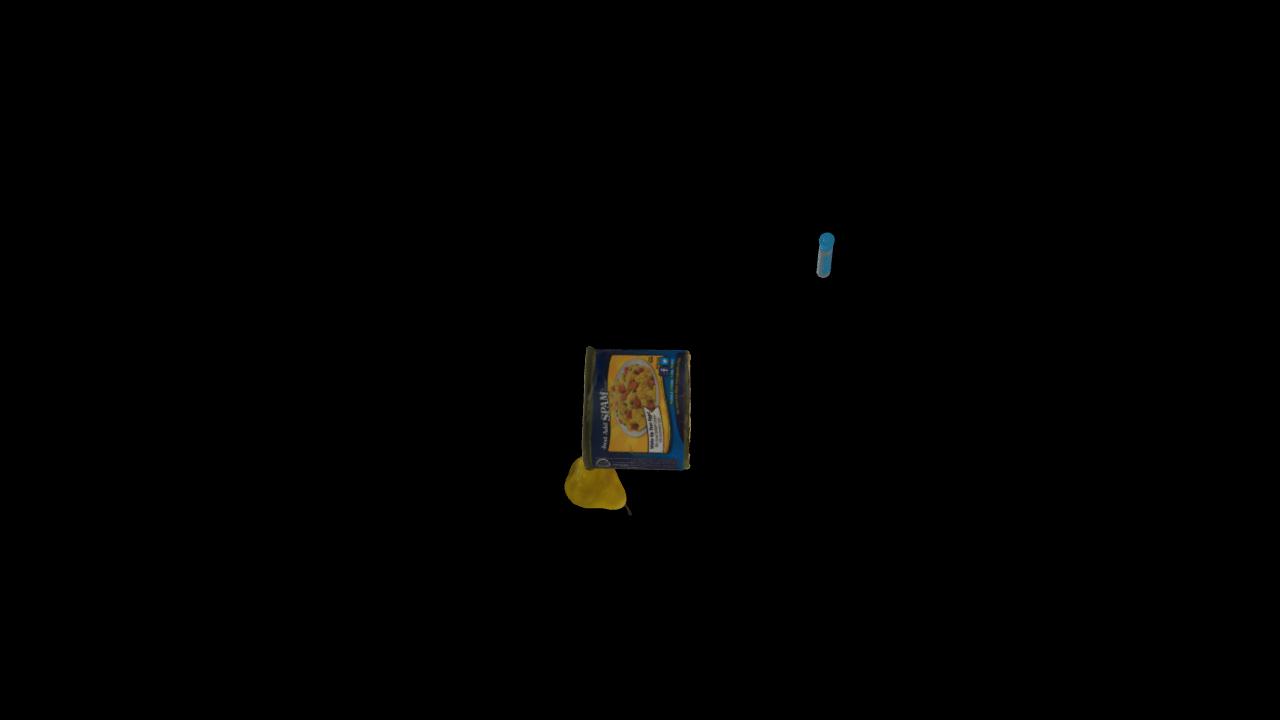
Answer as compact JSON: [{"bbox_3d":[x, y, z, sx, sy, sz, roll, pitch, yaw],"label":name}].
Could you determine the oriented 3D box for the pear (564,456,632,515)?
[{"bbox_3d":[-0.052,0.186,0.901,0.111,0.080,0.080,27,-7,-14],"label":"pear"}]

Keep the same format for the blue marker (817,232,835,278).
[{"bbox_3d":[0.243,-0.137,0.809,0.020,0.020,0.121,0,-12,14],"label":"blue marker"}]

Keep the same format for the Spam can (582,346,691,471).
[{"bbox_3d":[-0.001,0.040,0.507,0.085,0.101,0.058,0,-11,5],"label":"Spam can"}]
